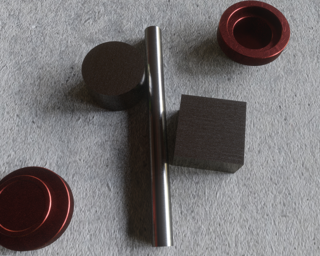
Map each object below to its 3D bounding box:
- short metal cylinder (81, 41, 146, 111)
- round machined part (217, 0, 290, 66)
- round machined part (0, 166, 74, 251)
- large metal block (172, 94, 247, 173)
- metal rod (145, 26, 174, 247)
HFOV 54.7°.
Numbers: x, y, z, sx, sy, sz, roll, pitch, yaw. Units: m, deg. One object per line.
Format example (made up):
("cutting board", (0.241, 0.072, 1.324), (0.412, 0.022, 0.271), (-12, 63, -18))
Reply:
("short metal cylinder", (-0.060, -0.069, 0.420), (0.081, 0.050, 0.080), (0, 70, 0))
("round machined part", (0.131, -0.131, 0.448), (0.099, 0.042, 0.098), (0, 70, 0))
("round machined part", (-0.156, 0.093, 0.364), (0.099, 0.042, 0.098), (0, 70, 0))
("large metal block", (0.061, 0.008, 0.392), (0.080, 0.050, 0.080), (7, 70, 2))
("metal rod", (-0.004, -0.004, 0.409), (0.025, 0.025, 0.299), (-2, 70, -1))
